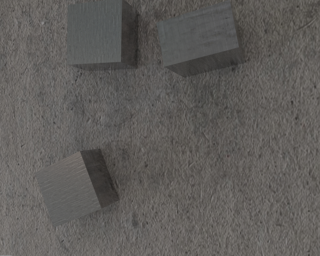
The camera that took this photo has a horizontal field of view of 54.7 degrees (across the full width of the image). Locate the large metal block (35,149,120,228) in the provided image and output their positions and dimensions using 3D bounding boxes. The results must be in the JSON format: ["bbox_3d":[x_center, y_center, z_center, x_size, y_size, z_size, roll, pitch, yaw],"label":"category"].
[{"bbox_3d":[-0.116,0.083,0.437,0.080,0.050,0.080,-25,82,18],"label":"large metal block"}]

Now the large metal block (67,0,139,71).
[{"bbox_3d":[-0.077,-0.123,0.423,0.080,0.050,0.079,1,91,20],"label":"large metal block"}]

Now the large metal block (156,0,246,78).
[{"bbox_3d":[0.051,-0.098,0.362,0.080,0.080,0.050,-11,87,19],"label":"large metal block"}]
